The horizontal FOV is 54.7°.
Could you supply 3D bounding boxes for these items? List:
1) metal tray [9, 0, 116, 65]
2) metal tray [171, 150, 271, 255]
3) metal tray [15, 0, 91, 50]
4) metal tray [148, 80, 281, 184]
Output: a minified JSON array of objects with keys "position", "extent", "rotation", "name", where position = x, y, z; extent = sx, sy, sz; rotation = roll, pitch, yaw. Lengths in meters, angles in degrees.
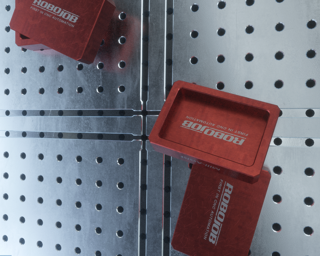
[{"position":[-0.135,-0.153,0.424],"extent":[0.130,0.030,0.090],"rotation":[27,99,17],"name":"metal tray"},{"position":[0.075,0.101,0.383],"extent":[0.090,0.030,0.129],"rotation":[16,95,18],"name":"metal tray"},{"position":[-0.154,-0.169,0.462],"extent":[0.130,0.030,0.089],"rotation":[0,90,19],"name":"metal tray"},{"position":[0.063,0.001,0.367],"extent":[0.130,0.030,0.090],"rotation":[18,70,18],"name":"metal tray"}]
